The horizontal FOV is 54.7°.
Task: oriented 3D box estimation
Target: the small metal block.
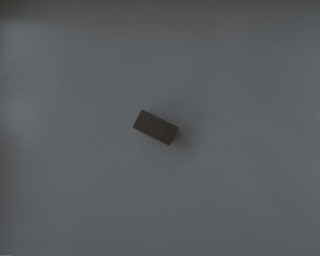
[{"bbox_3d":[-0.005,-0.001,0.399,0.050,0.050,0.025,26,90,-1],"label":"small metal block"}]
